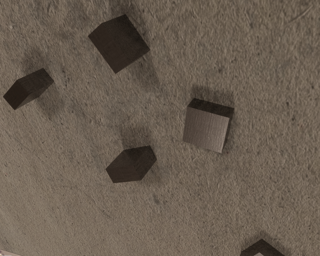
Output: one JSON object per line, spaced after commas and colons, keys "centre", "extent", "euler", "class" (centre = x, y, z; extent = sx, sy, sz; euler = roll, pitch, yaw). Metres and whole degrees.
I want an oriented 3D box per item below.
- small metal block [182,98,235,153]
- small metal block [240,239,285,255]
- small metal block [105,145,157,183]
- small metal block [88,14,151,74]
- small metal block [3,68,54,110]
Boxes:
{"centre": [0.058, -0.003, 0.374], "extent": [0.050, 0.025, 0.050], "euler": [17, 125, 18], "class": "small metal block"}
{"centre": [0.150, 0.195, 0.448], "extent": [0.050, 0.025, 0.050], "euler": [37, 129, 3], "class": "small metal block"}
{"centre": [-0.040, 0.052, 0.442], "extent": [0.050, 0.050, 0.025], "euler": [-12, 112, 33], "class": "small metal block"}
{"centre": [-0.045, -0.097, 0.353], "extent": [0.025, 0.050, 0.050], "euler": [-27, 104, 37], "class": "small metal block"}
{"centre": [-0.192, -0.057, 0.454], "extent": [0.050, 0.050, 0.025], "euler": [-30, 102, 37], "class": "small metal block"}
